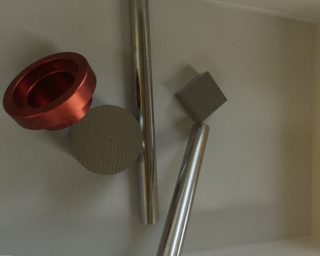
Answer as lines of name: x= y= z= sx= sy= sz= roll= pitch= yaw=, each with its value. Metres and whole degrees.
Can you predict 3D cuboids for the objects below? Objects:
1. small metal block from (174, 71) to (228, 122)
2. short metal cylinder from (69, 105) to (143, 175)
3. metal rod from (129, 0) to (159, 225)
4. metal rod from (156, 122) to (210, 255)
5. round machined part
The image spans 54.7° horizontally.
small metal block: x=0.057 y=-0.043 z=0.433 sx=0.050 sy=0.025 sz=0.050 roll=-40 pitch=103 yaw=-16
short metal cylinder: x=-0.067 y=0.013 z=0.373 sx=0.081 sy=0.050 sz=0.079 roll=0 pitch=90 yaw=-21
metal rod: x=-0.021 y=-0.026 z=0.403 sx=0.025 sy=0.025 sz=0.298 roll=-3 pitch=91 yaw=-20
metal rod: x=0.018 y=0.109 z=0.341 sx=0.025 sy=0.025 sz=0.300 roll=35 pitch=48 yaw=-17
round machined part: x=-0.115 y=-0.036 z=0.340 sx=0.098 sy=0.098 sz=0.042 roll=-42 pitch=140 yaw=-16
